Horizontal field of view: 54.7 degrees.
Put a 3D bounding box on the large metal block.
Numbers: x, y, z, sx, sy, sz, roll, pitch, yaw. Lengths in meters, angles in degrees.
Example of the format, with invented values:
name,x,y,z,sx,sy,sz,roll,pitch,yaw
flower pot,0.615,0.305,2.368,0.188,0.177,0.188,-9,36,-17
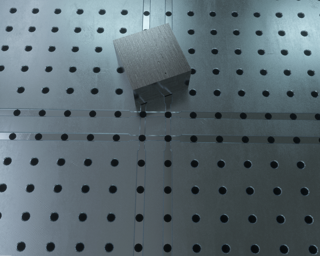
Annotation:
name,x,y,z,sx,sy,sz,roll,pitch,yaw
large metal block,-0.011,-0.088,0.430,0.080,0.050,0.080,-20,72,-8
